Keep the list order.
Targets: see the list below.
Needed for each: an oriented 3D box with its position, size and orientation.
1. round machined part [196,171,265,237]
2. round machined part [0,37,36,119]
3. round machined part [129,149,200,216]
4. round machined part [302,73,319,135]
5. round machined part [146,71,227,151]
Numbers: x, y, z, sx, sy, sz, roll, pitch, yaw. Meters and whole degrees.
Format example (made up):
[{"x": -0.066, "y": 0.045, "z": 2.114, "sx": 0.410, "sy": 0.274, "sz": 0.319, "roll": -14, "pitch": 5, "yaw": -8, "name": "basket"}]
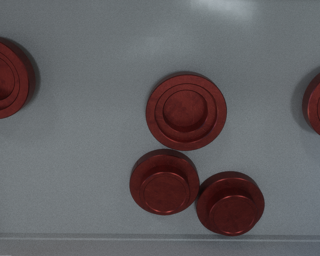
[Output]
[{"x": 0.102, "y": 0.115, "z": 0.445, "sx": 0.099, "sy": 0.042, "sz": 0.097, "roll": 0, "pitch": 110, "yaw": 0, "name": "round machined part"}, {"x": -0.201, "y": -0.063, "z": 0.377, "sx": 0.099, "sy": 0.042, "sz": 0.097, "roll": 0, "pitch": 110, "yaw": 0, "name": "round machined part"}, {"x": 0.006, "y": 0.082, "z": 0.432, "sx": 0.099, "sy": 0.042, "sz": 0.097, "roll": 0, "pitch": 110, "yaw": 0, "name": "round machined part"}, {"x": 0.229, "y": -0.033, "z": 0.389, "sx": 0.099, "sy": 0.042, "sz": 0.097, "roll": 1, "pitch": 108, "yaw": 4, "name": "round machined part"}, {"x": 0.032, "y": -0.024, "z": 0.394, "sx": 0.099, "sy": 0.042, "sz": 0.097, "roll": 0, "pitch": 110, "yaw": 0, "name": "round machined part"}]
